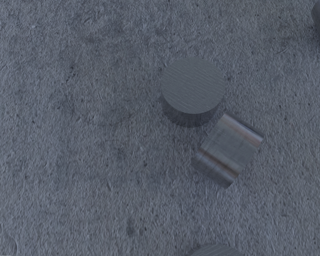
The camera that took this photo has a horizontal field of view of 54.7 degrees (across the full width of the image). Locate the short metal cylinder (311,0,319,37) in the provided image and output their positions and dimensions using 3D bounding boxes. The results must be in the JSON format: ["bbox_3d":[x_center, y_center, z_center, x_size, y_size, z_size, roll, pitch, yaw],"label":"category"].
[{"bbox_3d":[0.265,-0.158,0.438,0.081,0.080,0.050,-9,71,-3],"label":"short metal cylinder"}]

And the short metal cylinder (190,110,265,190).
[{"bbox_3d":[0.080,0.026,0.370,0.050,0.080,0.080,35,74,12],"label":"short metal cylinder"}]

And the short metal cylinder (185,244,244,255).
[{"bbox_3d":[0.060,0.168,0.334,0.081,0.050,0.080,0,70,0],"label":"short metal cylinder"}]

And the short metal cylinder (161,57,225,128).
[{"bbox_3d":[0.041,-0.046,0.412,0.081,0.050,0.080,0,70,0],"label":"short metal cylinder"}]
